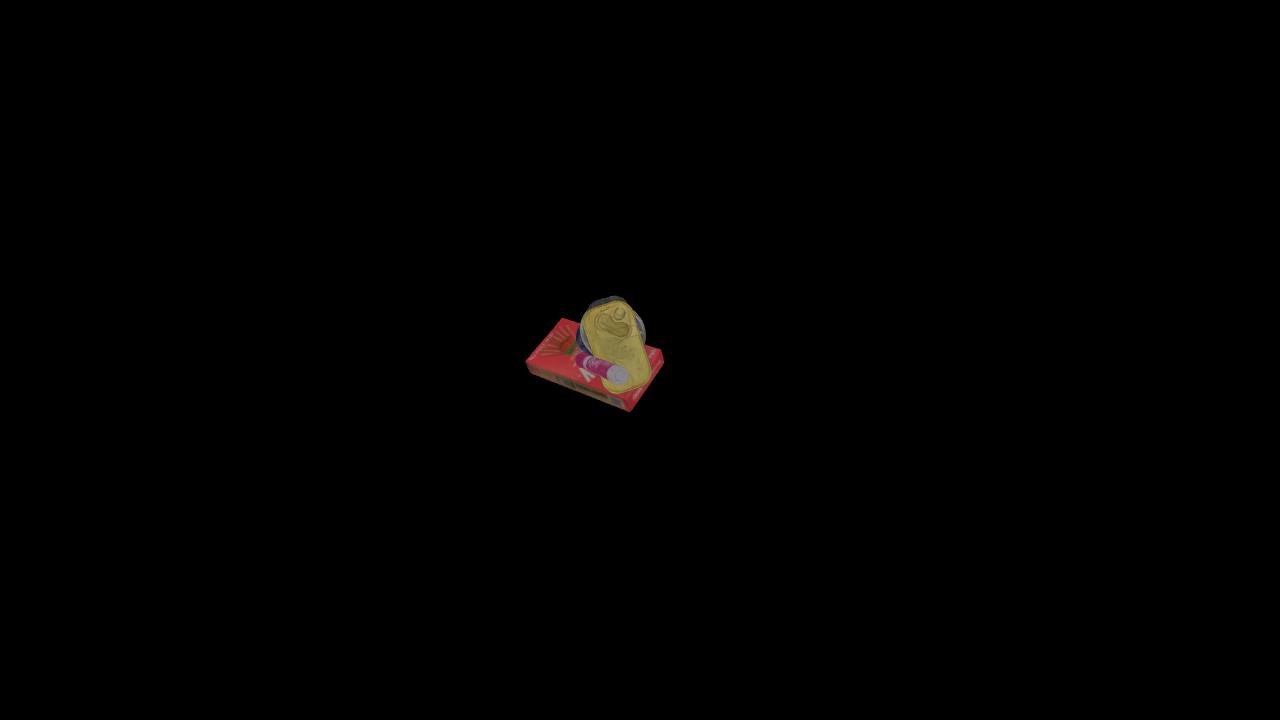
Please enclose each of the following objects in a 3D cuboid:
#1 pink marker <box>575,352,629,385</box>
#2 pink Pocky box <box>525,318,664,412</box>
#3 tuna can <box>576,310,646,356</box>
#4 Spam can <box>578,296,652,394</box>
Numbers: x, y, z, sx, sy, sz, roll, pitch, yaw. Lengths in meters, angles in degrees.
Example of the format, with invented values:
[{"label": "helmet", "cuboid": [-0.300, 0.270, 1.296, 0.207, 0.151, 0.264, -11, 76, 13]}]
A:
[{"label": "pink marker", "cuboid": [-0.044, 0.008, 0.665, 0.020, 0.020, 0.121, 0, 8, -25]}, {"label": "pink Pocky box", "cuboid": [-0.056, 0.002, 0.758, 0.155, 0.084, 0.029, 19, -33, 27]}, {"label": "tuna can", "cuboid": [-0.037, -0.029, 0.769, 0.084, 0.084, 0.034, 0, -22, -18]}, {"label": "Spam can", "cuboid": [-0.027, -0.021, 0.712, 0.058, 0.101, 0.085, -17, 12, -1]}]
